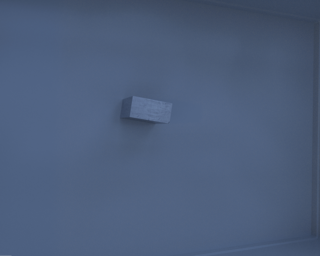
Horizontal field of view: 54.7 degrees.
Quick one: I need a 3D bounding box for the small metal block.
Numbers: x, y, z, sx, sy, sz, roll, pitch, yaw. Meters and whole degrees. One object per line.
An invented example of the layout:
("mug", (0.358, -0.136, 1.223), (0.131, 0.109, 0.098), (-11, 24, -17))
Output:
("small metal block", (-0.019, -0.021, 0.391), (0.050, 0.050, 0.025), (9, 87, -20))
